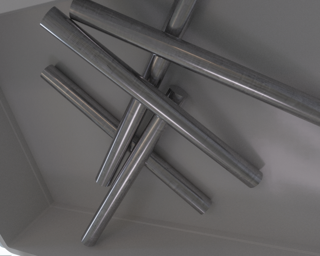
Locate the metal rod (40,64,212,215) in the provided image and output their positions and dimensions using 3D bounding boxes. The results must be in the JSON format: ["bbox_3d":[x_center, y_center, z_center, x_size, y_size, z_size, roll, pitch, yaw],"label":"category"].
[{"bbox_3d":[-0.048,0.017,0.443,0.300,0.025,0.025,41,129,0],"label":"metal rod"}]

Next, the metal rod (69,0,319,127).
[{"bbox_3d":[0.052,-0.062,0.311,0.301,0.025,0.025,24,128,1],"label":"metal rod"}]

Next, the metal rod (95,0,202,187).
[{"bbox_3d":[-0.023,-0.034,0.378,0.025,0.025,0.298,33,122,7],"label":"metal rod"}]

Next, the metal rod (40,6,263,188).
[{"bbox_3d":[0.003,-0.024,0.349,0.301,0.025,0.025,37,130,-15],"label":"metal rod"}]

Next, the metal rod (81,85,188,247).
[{"bbox_3d":[-0.047,0.069,0.435,0.025,0.025,0.298,34,117,5],"label":"metal rod"}]
